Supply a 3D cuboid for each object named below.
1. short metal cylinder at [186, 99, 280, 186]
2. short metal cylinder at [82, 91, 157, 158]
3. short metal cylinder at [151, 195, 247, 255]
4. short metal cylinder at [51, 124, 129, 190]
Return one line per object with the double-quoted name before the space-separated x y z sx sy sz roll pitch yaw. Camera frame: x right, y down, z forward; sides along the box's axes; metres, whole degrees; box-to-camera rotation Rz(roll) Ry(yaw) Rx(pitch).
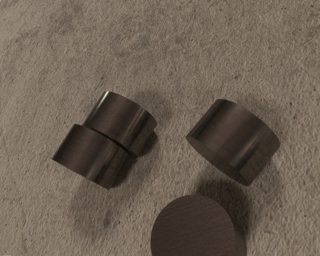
"short metal cylinder" 0.074 0.015 0.320 0.080 0.080 0.050 35 81 38
"short metal cylinder" -0.051 -0.003 0.396 0.080 0.080 0.050 19 72 35
"short metal cylinder" 0.038 0.111 0.299 0.080 0.050 0.080 -13 56 20
"short metal cylinder" -0.087 0.037 0.390 0.080 0.080 0.050 18 71 34
